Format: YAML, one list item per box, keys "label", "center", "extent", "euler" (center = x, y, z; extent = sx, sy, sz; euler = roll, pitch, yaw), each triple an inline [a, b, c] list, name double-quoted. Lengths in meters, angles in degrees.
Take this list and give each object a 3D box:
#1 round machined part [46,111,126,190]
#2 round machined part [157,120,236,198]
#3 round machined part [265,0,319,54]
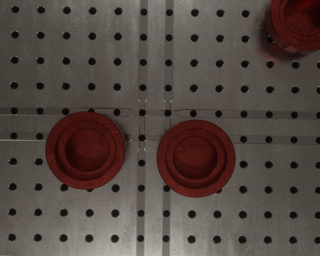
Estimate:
- label: "round machined part"
  center: [-0.093, 0.028, 0.404]
  extent: [0.099, 0.042, 0.097]
  euler: [0, 90, -1]
- label: "round machined part"
  center: [0.045, 0.038, 0.406]
  extent: [0.099, 0.042, 0.097]
  euler: [0, 90, -1]
- label: "round machined part"
  center: [0.187, -0.145, 0.407]
  extent: [0.099, 0.042, 0.097]
  euler: [0, 90, -1]
